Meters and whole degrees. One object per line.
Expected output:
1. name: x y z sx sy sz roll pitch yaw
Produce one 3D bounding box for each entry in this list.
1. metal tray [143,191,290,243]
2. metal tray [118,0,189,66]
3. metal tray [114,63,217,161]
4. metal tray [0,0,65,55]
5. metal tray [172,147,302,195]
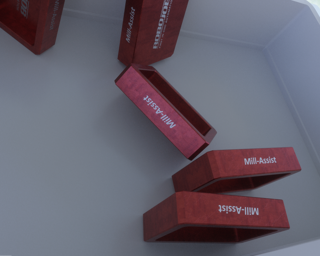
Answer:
1. metal tray: 0.058 0.100 0.333 0.131 0.090 0.030 10 58 -23
2. metal tray: -0.007 -0.149 0.423 0.030 0.129 0.091 41 49 23
3. metal tray: 0.012 -0.024 0.393 0.130 0.030 0.090 46 18 5
4. metal tray: -0.155 -0.157 0.350 0.090 0.129 0.030 38 51 -3
5. metal tray: 0.092 0.055 0.378 0.131 0.090 0.030 0 64 -28
